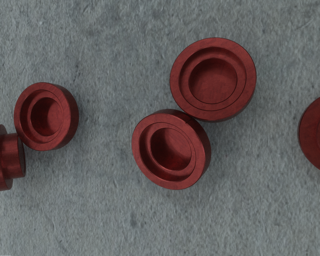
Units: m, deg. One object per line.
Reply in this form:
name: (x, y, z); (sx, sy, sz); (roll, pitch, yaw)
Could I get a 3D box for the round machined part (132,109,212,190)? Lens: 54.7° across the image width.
round machined part: (0.017, 0.023, 0.382); (0.098, 0.042, 0.097); (11, 113, 27)

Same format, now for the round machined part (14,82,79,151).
round machined part: (-0.161, -0.016, 0.455); (0.098, 0.042, 0.097); (0, 90, 19)

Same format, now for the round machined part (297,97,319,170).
round machined part: (0.201, 0.006, 0.329); (0.098, 0.042, 0.097); (0, 90, 19)

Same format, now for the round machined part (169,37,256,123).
round machined part: (0.064, -0.054, 0.372); (0.098, 0.042, 0.097); (-2, 82, 15)

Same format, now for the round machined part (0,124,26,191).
round machined part: (-0.227, 0.043, 0.459); (0.042, 0.098, 0.097); (-7, 87, -17)
